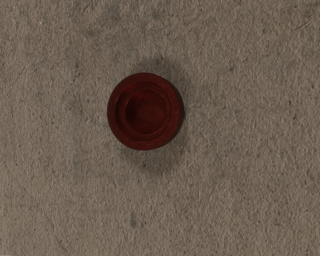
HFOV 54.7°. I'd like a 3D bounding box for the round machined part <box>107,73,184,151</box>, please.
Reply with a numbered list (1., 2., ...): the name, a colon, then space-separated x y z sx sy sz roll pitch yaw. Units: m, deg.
1. round machined part: -0.016 -0.021 0.405 0.098 0.042 0.097 0 90 19
